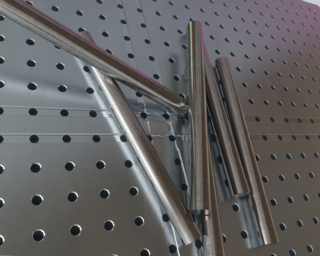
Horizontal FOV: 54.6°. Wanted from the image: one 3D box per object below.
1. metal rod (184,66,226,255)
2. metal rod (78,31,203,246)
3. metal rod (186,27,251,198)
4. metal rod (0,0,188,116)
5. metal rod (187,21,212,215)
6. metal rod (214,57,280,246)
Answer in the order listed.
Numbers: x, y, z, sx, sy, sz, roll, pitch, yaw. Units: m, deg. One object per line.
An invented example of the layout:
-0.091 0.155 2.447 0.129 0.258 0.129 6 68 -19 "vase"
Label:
0.057 0.037 0.415 0.025 0.025 0.299 11 57 -22 "metal rod"
-0.035 0.001 0.388 0.025 0.025 0.299 -19 72 -35 "metal rod"
0.083 -0.043 0.477 0.025 0.025 0.299 4 60 -26 "metal rod"
-0.084 -0.090 0.374 0.301 0.025 0.025 28 51 -28 "metal rod"
0.051 -0.034 0.426 0.025 0.025 0.300 14 58 -20 "metal rod"
0.122 0.017 0.462 0.025 0.025 0.299 7 59 -25 "metal rod"
